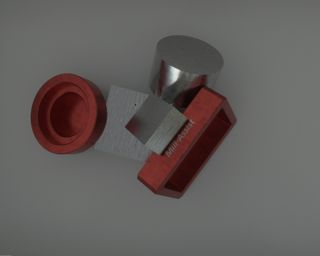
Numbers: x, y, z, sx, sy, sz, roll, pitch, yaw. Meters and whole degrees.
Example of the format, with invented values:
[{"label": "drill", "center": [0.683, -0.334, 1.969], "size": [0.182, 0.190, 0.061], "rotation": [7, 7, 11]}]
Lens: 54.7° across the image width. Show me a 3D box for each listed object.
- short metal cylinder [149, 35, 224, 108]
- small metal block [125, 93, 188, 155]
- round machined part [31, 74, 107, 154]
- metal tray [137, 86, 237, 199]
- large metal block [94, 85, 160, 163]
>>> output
[{"label": "short metal cylinder", "center": [0.030, -0.069, 0.376], "size": [0.080, 0.080, 0.050], "rotation": [16, 134, -1]}, {"label": "small metal block", "center": [-0.005, -0.006, 0.346], "size": [0.025, 0.050, 0.050], "rotation": [37, 90, -39]}, {"label": "round machined part", "center": [-0.109, -0.016, 0.388], "size": [0.098, 0.042, 0.097], "rotation": [-2, 84, 22]}, {"label": "metal tray", "center": [0.038, 0.023, 0.377], "size": [0.030, 0.090, 0.130], "rotation": [36, 89, 27]}, {"label": "large metal block", "center": [-0.030, -0.003, 0.397], "size": [0.080, 0.050, 0.080], "rotation": [15, 90, -1]}]
